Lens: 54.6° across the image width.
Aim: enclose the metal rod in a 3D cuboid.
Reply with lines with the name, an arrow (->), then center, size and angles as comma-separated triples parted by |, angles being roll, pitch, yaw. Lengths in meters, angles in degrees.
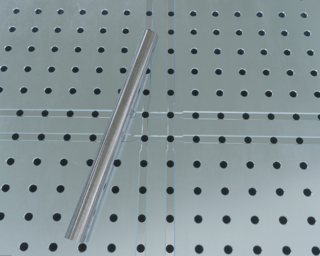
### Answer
metal rod -> -0.057, -0.003, 0.412 | 0.025, 0.025, 0.300 | 16, 71, 6
